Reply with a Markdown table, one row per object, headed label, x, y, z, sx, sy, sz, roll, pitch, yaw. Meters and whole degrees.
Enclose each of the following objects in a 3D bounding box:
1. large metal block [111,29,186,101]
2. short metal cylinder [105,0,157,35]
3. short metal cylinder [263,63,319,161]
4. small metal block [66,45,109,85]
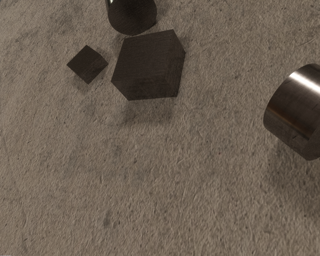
| label | x | y | z | sx | sy | sz | roll | pitch | yaw |
| --- | --- | --- | --- | --- | --- | --- | --- | --- | --- |
| large metal block | -0.015 | -0.089 | 0.449 | 0.080 | 0.050 | 0.080 | -2 | 61 | 26 |
| short metal cylinder | -0.049 | -0.204 | 0.518 | 0.080 | 0.080 | 0.050 | -24 | 53 | 13 |
| short metal cylinder | 0.149 | -0.015 | 0.300 | 0.080 | 0.080 | 0.050 | -42 | 51 | -1 |
| small metal block | -0.126 | -0.110 | 0.535 | 0.050 | 0.025 | 0.050 | -47 | 52 | -5 |
